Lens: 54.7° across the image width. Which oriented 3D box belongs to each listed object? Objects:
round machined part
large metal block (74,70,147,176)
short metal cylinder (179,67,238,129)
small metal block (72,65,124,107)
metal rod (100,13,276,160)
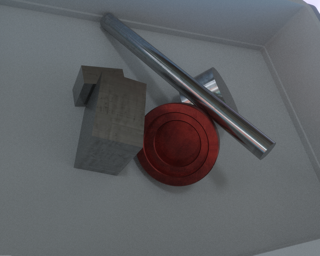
[{"bbox_3d":[0.023,0.017,0.375,0.098,0.098,0.042,48,16,5],"label":"round machined part"},{"bbox_3d":[-0.055,-0.002,0.343,0.050,0.080,0.080,15,56,-20],"label":"large metal block"},{"bbox_3d":[0.069,-0.037,0.428,0.080,0.050,0.080,48,26,-33],"label":"short metal cylinder"},{"bbox_3d":[-0.076,-0.049,0.380,0.050,0.050,0.025,0,62,-29],"label":"small metal block"},{"bbox_3d":[0.019,-0.068,0.398,0.025,0.025,0.300,-25,57,-37],"label":"metal rod"}]
